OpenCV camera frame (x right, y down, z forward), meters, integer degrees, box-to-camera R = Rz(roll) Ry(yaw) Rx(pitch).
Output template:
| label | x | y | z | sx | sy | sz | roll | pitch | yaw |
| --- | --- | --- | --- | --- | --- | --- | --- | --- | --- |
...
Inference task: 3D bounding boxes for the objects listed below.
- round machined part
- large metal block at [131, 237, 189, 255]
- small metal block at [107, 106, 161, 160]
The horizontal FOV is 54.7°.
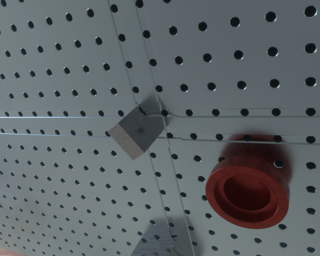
| label | x | y | z | sx | sy | sz | roll | pitch | yaw |
| --- | --- | --- | --- | --- | --- | --- | --- | --- | --- |
| round machined part | 0.110 | 0.075 | 0.388 | 0.098 | 0.042 | 0.097 | 13 | 124 | 20 |
| large metal block | 0.005 | 0.238 | 0.538 | 0.080 | 0.050 | 0.080 | -14 | 111 | 33 |
| small metal block | -0.033 | 0.006 | 0.415 | 0.050 | 0.050 | 0.025 | 49 | 128 | -7 |
